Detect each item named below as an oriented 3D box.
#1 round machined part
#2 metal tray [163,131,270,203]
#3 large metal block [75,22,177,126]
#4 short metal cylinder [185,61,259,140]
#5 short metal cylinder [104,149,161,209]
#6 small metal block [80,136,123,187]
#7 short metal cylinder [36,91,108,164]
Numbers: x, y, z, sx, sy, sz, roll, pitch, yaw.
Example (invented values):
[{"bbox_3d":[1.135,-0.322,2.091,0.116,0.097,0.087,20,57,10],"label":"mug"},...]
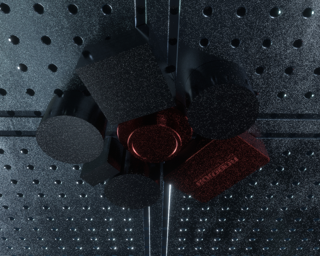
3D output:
[{"bbox_3d":[-0.007,0.008,0.406,0.099,0.042,0.097,0,130,0],"label":"round machined part"},{"bbox_3d":[0.078,0.051,0.451,0.090,0.030,0.129,33,122,-25],"label":"metal tray"},{"bbox_3d":[-0.034,-0.058,0.346,0.080,0.050,0.080,-17,128,13],"label":"large metal block"},{"bbox_3d":[0.071,-0.032,0.368,0.081,0.050,0.079,0,130,0],"label":"short metal cylinder"},{"bbox_3d":[-0.039,0.076,0.458,0.081,0.050,0.079,0,130,0],"label":"short metal cylinder"},{"bbox_3d":[-0.080,0.046,0.433,0.050,0.050,0.025,-30,124,23],"label":"small metal block"},{"bbox_3d":[-0.108,0.000,0.393,0.081,0.050,0.079,0,130,0],"label":"short metal cylinder"}]
